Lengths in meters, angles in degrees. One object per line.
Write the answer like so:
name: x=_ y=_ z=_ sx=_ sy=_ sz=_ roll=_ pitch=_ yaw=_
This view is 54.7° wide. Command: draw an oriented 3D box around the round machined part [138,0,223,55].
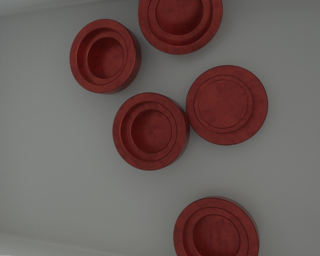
round machined part: x=0.023 y=-0.143 z=0.375 sx=0.099 sy=0.042 sz=0.097 roll=-2 pitch=128 yaw=-2

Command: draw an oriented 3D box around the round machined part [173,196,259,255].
round machined part: x=0.069 y=0.131 z=0.373 sx=0.098 sy=0.042 sz=0.097 roll=-2 pitch=83 yaw=20

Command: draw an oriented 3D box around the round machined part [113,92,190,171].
round machined part: x=-0.008 y=0.004 z=0.404 sx=0.098 sy=0.042 sz=0.097 roll=0 pitch=90 yaw=19

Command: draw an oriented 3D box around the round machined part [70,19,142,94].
round machined part: x=-0.070 y=-0.094 z=0.425 sx=0.098 sy=0.042 sz=0.097 roll=0 pitch=90 yaw=19

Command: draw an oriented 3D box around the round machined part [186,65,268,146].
round machined part: x=0.078 y=-0.027 z=0.373 sx=0.098 sy=0.042 sz=0.097 roll=0 pitch=90 yaw=19
